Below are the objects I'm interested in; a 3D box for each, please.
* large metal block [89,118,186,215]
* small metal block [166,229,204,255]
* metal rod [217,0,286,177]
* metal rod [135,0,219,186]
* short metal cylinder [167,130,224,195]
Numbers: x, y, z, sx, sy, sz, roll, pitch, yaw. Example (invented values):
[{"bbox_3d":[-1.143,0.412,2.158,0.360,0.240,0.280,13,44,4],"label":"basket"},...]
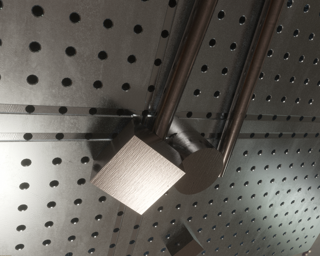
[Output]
[{"bbox_3d":[-0.028,0.048,0.389,0.080,0.050,0.080,39,105,-21],"label":"large metal block"},{"bbox_3d":[0.047,0.223,0.578,0.050,0.025,0.050,-38,130,-3],"label":"small metal block"},{"bbox_3d":[0.123,-0.057,0.445,0.025,0.025,0.298,-2,120,-28],"label":"metal rod"},{"bbox_3d":[0.008,-0.022,0.403,0.025,0.025,0.298,6,115,-32],"label":"metal rod"},{"bbox_3d":[0.045,0.050,0.452,0.081,0.050,0.079,-14,125,-21],"label":"short metal cylinder"}]
